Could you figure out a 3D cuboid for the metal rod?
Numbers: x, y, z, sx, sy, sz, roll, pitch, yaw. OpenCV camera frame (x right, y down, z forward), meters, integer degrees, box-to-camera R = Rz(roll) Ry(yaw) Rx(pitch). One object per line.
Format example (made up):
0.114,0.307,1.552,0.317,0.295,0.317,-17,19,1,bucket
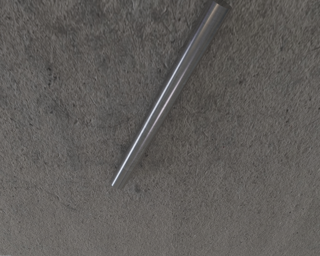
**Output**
-0.003,-0.019,0.390,0.025,0.025,0.298,19,128,-16,metal rod
